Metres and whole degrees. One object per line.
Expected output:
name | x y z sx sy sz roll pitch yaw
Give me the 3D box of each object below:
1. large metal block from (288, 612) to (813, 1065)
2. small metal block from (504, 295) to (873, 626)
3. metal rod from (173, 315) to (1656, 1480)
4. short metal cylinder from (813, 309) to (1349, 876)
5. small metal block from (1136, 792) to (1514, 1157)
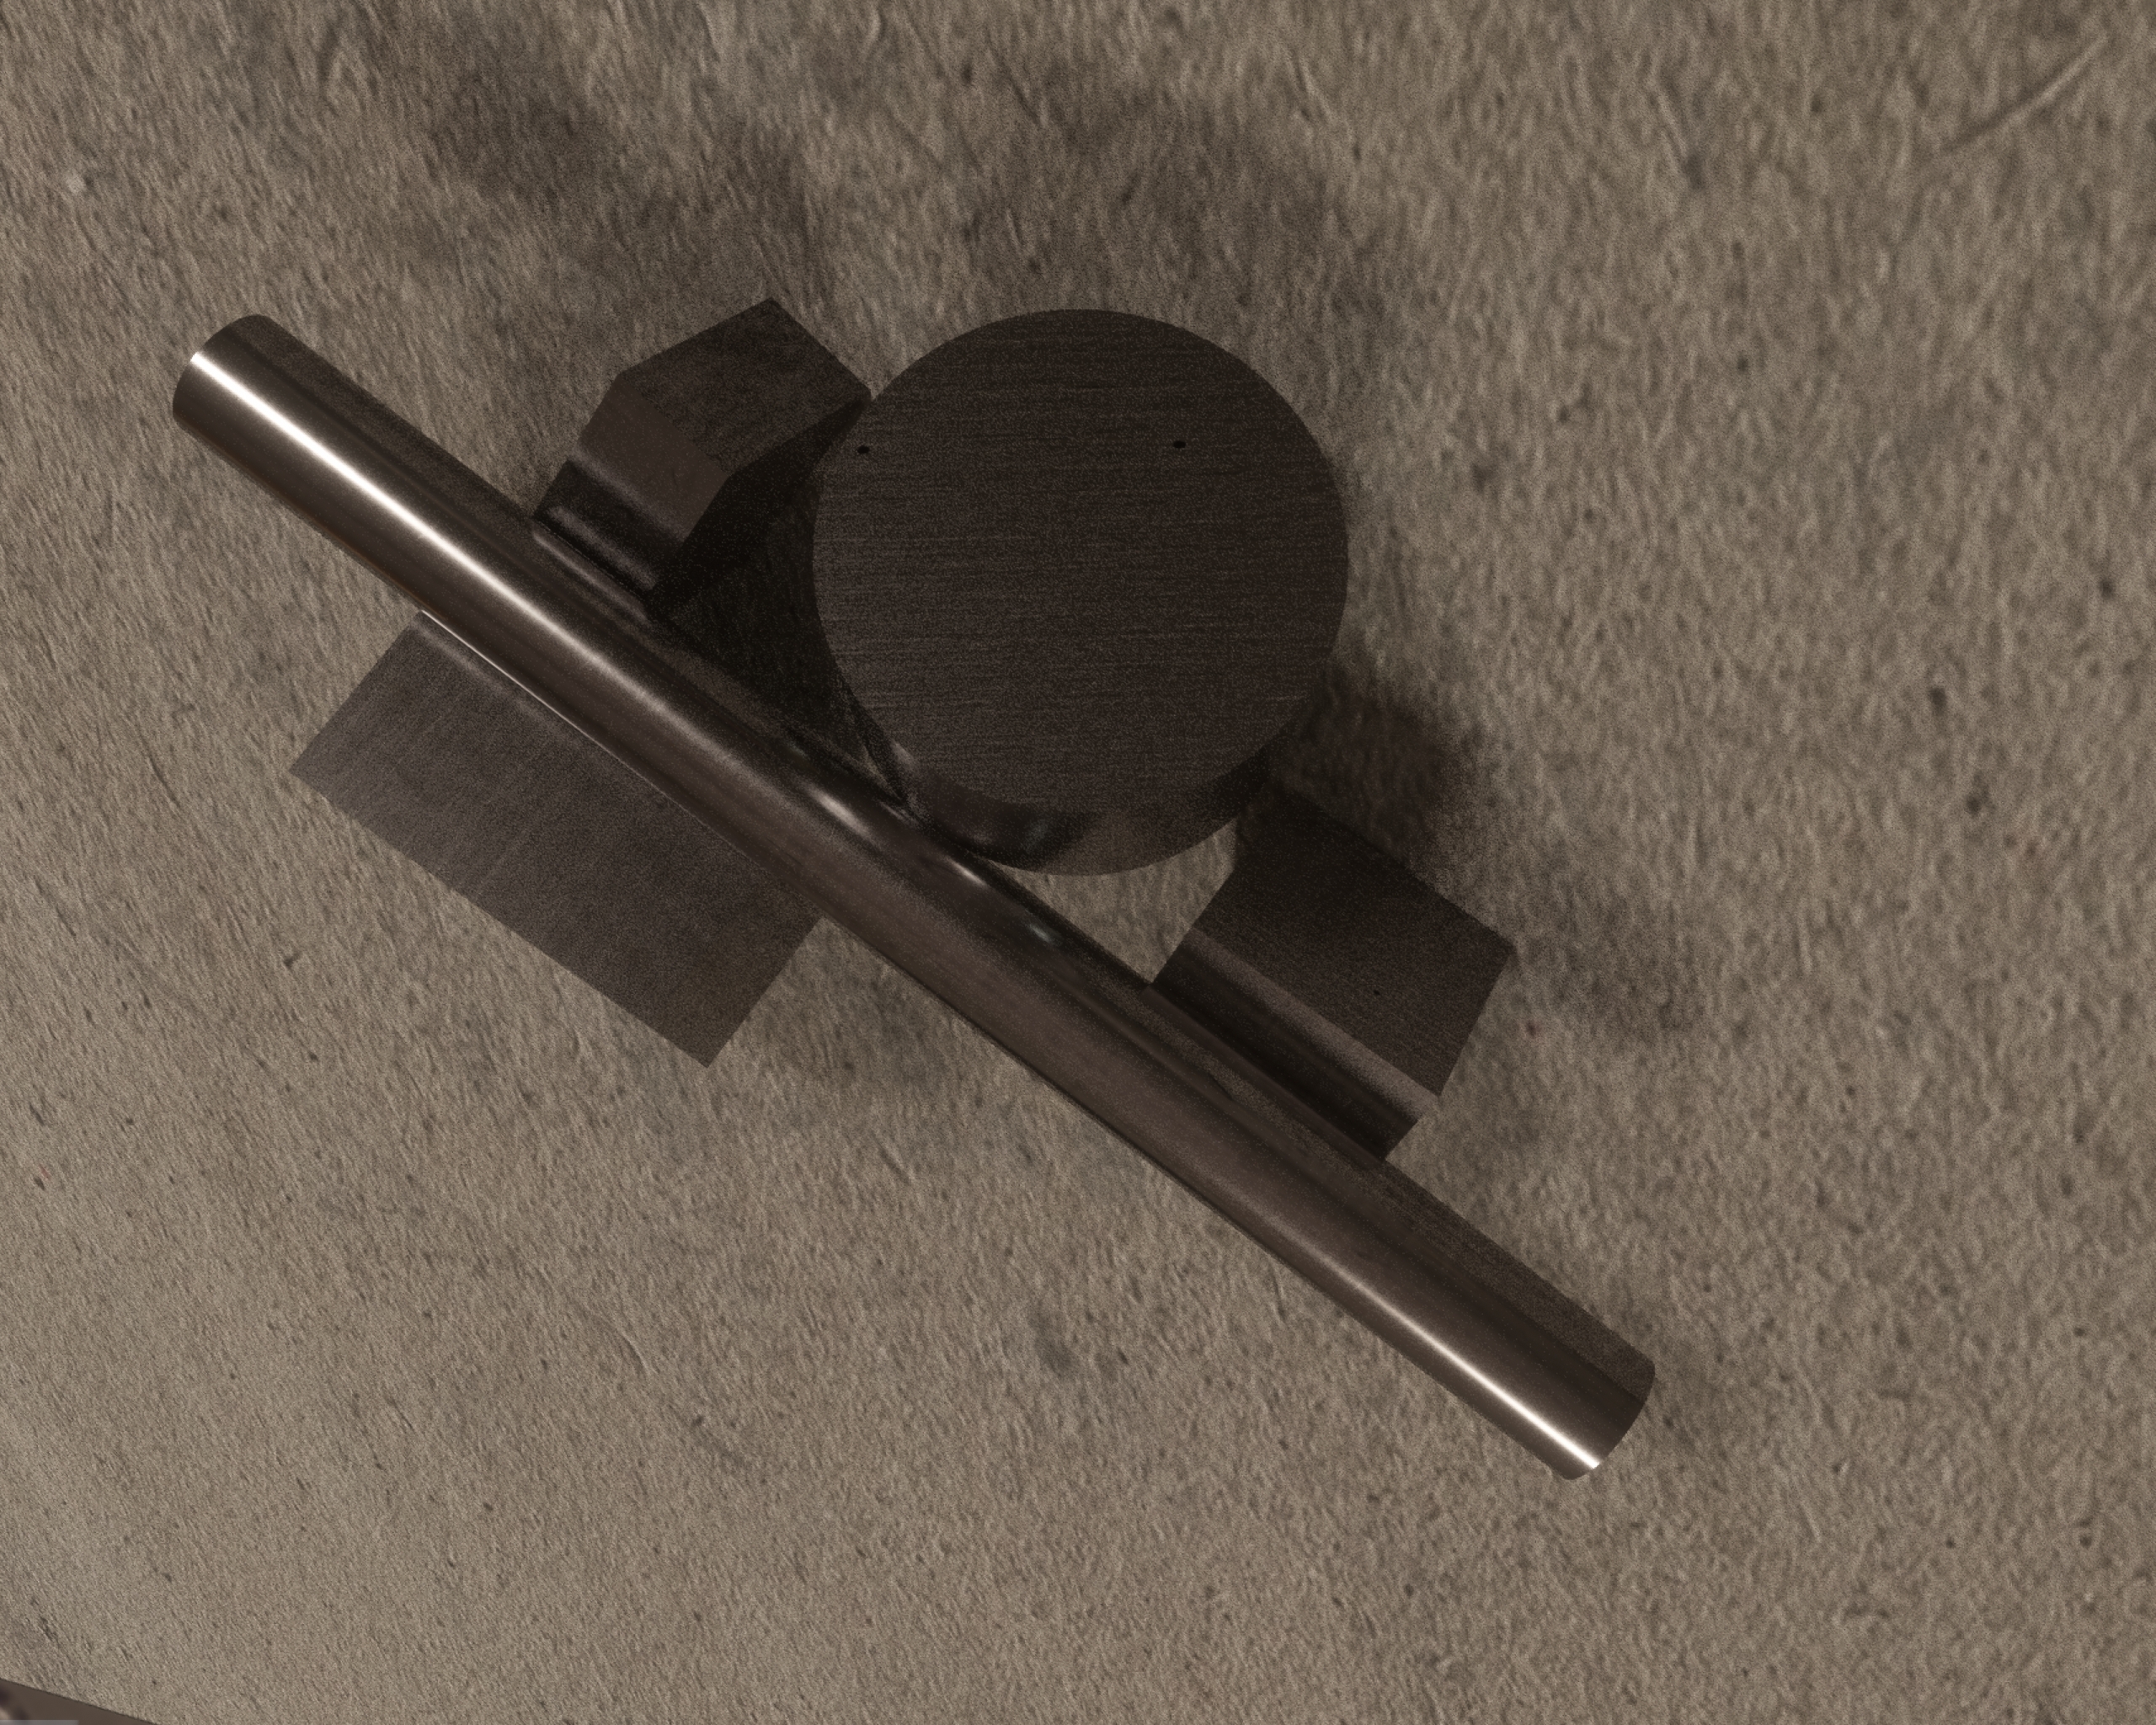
large metal block | -0.096 -0.006 0.414 0.080 0.050 0.080 35 169 4
small metal block | -0.071 -0.072 0.384 0.025 0.050 0.050 44 129 -2
metal rod | -0.030 0.004 0.361 0.300 0.025 0.025 37 129 3
short metal cylinder | 0.000 -0.041 0.338 0.080 0.080 0.050 34 170 5
small metal block | 0.045 0.021 0.377 0.050 0.050 0.025 35 129 4
